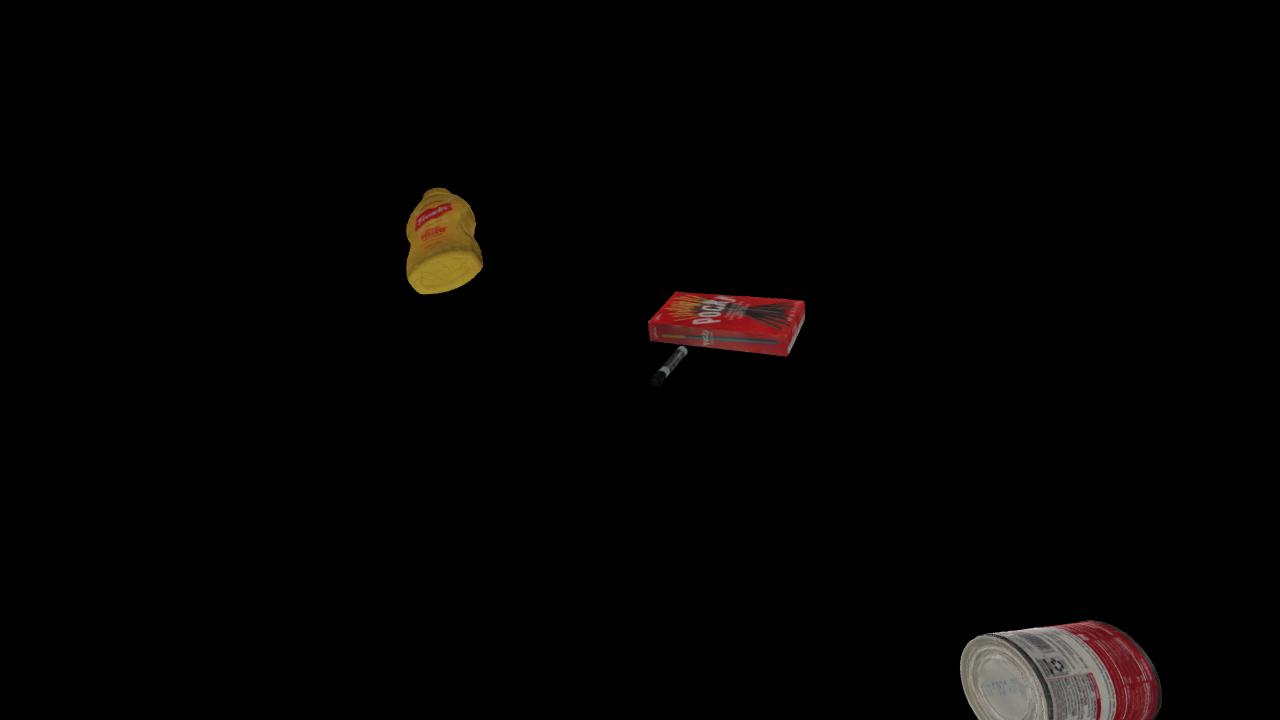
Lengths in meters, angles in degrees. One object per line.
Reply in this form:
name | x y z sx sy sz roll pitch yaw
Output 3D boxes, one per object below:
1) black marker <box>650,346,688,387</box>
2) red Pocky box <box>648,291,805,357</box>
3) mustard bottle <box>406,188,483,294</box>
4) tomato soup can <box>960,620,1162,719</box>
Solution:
black marker | 0.046 0.010 0.971 0.020 0.020 0.121 0 25 26
red Pocky box | 0.094 -0.042 0.669 0.155 0.028 0.083 7 35 24
mustard bottle | -0.254 -0.165 0.785 0.092 0.184 0.054 -26 -41 6
tomato soup can | 0.277 0.214 0.409 0.101 0.068 0.068 3 -1 -20
